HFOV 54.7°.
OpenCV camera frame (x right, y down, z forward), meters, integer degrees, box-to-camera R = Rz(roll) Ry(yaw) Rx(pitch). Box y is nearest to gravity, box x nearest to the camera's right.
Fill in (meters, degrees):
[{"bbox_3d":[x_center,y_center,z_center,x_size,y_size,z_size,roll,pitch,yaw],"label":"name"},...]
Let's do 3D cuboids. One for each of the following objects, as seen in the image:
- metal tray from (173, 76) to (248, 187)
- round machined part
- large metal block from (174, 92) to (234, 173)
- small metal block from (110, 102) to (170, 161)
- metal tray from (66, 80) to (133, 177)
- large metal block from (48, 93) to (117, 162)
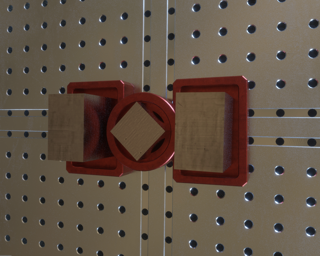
[{"bbox_3d":[0.063,0.004,0.387,0.090,0.030,0.129,0,90,20],"label":"metal tray"},{"bbox_3d":[-0.016,0.005,0.400,0.098,0.042,0.097,0,90,20],"label":"round machined part"},{"bbox_3d":[0.053,0.003,0.350,0.050,0.080,0.080,2,91,20],"label":"large metal block"},{"bbox_3d":[-0.023,0.004,0.377,0.050,0.025,0.050,46,104,14],"label":"small metal block"},{"bbox_3d":[-0.086,0.000,0.439,0.090,0.030,0.129,1,90,20],"label":"metal tray"},{"bbox_3d":[-0.098,-0.001,0.404,0.050,0.080,0.080,1,90,20],"label":"large metal block"}]
